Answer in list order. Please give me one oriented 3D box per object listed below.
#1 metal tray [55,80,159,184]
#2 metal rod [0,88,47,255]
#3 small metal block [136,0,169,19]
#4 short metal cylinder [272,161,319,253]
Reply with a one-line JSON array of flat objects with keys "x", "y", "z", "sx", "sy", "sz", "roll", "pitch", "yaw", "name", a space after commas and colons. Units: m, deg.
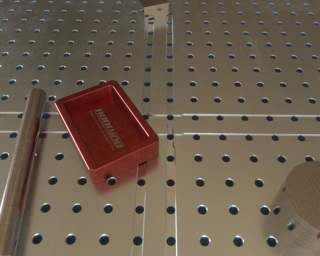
[{"x": -0.071, "y": -0.001, "z": 0.404, "sx": 0.091, "sy": 0.030, "sz": 0.130, "roll": -24, "pitch": 54, "yaw": -19, "name": "metal tray"}, {"x": -0.162, "y": 0.066, "z": 0.350, "sx": 0.025, "sy": 0.025, "sz": 0.300, "roll": -4, "pitch": 50, "yaw": -4, "name": "metal rod"}, {"x": -0.016, "y": -0.243, "z": 0.612, "sx": 0.050, "sy": 0.025, "sz": 0.050, "roll": -17, "pitch": 52, "yaw": -14, "name": "small metal block"}, {"x": 0.165, "y": 0.082, "z": 0.324, "sx": 0.081, "sy": 0.050, "sz": 0.080, "roll": 0, "pitch": 50, "yaw": 0, "name": "short metal cylinder"}]
